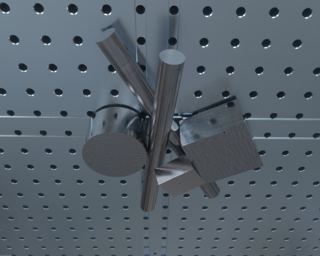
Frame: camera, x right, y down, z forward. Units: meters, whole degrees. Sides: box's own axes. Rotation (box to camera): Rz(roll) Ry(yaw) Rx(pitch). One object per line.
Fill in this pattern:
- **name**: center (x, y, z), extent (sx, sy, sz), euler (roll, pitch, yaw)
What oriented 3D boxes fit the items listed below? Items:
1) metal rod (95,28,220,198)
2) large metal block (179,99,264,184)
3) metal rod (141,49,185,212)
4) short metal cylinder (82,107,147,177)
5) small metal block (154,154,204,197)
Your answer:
- **metal rod**: center (0.013, 0.003, 0.409), extent (0.025, 0.025, 0.300), euler (-22, 127, 18)
- **large metal block**: center (0.080, 0.020, 0.407), extent (0.080, 0.050, 0.080), euler (-21, 127, 17)
- **metal rod**: center (-0.004, 0.030, 0.407), extent (0.025, 0.025, 0.298), euler (5, 138, -4)
- **short metal cylinder**: center (-0.057, 0.019, 0.406), extent (0.081, 0.050, 0.079), euler (-1, 130, -1)
- **small metal block**: center (0.028, 0.065, 0.421), extent (0.050, 0.025, 0.050), euler (-27, 141, 11)
